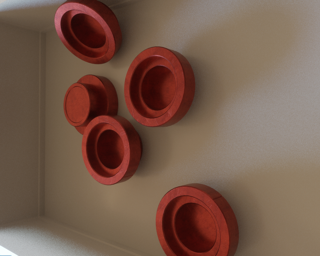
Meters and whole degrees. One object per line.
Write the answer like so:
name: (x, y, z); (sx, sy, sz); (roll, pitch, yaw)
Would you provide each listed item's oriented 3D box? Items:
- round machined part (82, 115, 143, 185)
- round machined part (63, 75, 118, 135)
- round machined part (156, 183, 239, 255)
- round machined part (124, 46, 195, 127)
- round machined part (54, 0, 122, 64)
round machined part: (-0.064, 0.030, 0.444); (0.098, 0.042, 0.097); (2, 94, 37)
round machined part: (-0.115, -0.036, 0.488); (0.098, 0.042, 0.097); (0, 90, 39)
round machined part: (0.046, 0.112, 0.357); (0.098, 0.042, 0.097); (0, 90, 39)
round machined part: (0.004, -0.050, 0.391); (0.098, 0.042, 0.097); (0, 90, 39)
round machined part: (-0.099, -0.146, 0.453); (0.098, 0.042, 0.097); (16, 140, 14)
